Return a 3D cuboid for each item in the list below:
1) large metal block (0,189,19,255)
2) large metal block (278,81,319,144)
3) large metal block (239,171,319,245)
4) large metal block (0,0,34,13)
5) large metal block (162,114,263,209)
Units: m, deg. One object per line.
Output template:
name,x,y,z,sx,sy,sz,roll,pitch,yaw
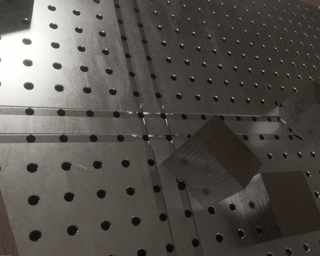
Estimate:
large metal block,-0.164,0.096,0.246,0.081,0.050,0.080,-14,69,-34
large metal block,0.266,-0.024,0.534,0.080,0.080,0.050,23,53,-15
large metal block,0.161,0.106,0.417,0.081,0.050,0.080,2,61,-28
large metal block,-0.218,-0.194,0.394,0.081,0.050,0.080,-31,79,-38
large metal block,0.062,0.043,0.382,0.080,0.080,0.050,47,51,4
